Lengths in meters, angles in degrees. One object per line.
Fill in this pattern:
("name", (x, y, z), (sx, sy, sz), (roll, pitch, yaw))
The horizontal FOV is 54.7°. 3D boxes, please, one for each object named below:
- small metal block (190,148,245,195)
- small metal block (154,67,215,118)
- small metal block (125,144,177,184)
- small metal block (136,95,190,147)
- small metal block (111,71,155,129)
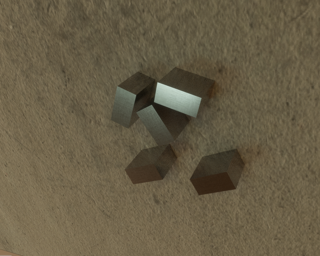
("small metal block", (0.072, 0.055, 0.386), (0.050, 0.050, 0.025), (-19, 109, 35))
("small metal block", (0.028, -0.042, 0.349), (0.050, 0.050, 0.025), (22, 126, 14))
("small metal block", (-0.012, 0.049, 0.426), (0.050, 0.050, 0.025), (-15, 110, 34))
("small metal block", (0.005, -0.014, 0.378), (0.025, 0.050, 0.050), (-23, 106, 36))
("small metal block", (-0.033, -0.035, 0.385), (0.025, 0.050, 0.050), (26, 128, 11))
